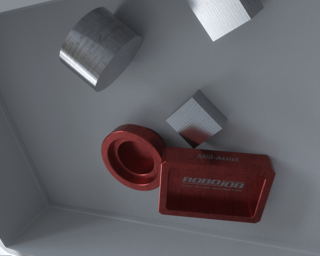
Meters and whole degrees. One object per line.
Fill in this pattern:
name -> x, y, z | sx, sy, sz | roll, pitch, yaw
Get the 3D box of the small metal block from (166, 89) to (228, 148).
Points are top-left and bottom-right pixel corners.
small metal block -> 0.044, -0.010, 0.378 | 0.050, 0.025, 0.050 | 45, 129, -4

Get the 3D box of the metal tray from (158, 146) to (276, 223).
metal tray -> 0.066, 0.072, 0.387 | 0.131, 0.030, 0.089 | 5, 123, 2

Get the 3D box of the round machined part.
round machined part -> -0.029, 0.037, 0.434 | 0.098, 0.042, 0.097 | 13, 124, 20

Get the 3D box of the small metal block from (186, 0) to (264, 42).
small metal block -> 0.060, -0.118, 0.292 | 0.050, 0.025, 0.050 | 53, 150, -12

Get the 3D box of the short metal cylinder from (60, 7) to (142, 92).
short metal cylinder -> -0.066, -0.088, 0.352 | 0.050, 0.080, 0.080 | 40, 129, 0
